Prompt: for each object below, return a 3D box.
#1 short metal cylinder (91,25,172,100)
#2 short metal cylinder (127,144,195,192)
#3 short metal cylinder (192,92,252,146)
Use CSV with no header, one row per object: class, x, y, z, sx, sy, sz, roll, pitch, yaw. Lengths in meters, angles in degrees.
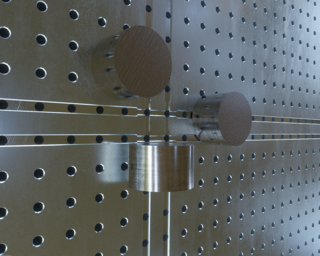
short metal cylinder,-0.033,-0.074,0.365,0.081,0.050,0.079,0,90,-40
short metal cylinder,0.001,0.044,0.374,0.081,0.080,0.050,1,89,-40
short metal cylinder,0.095,-0.014,0.472,0.081,0.050,0.079,0,90,-40
